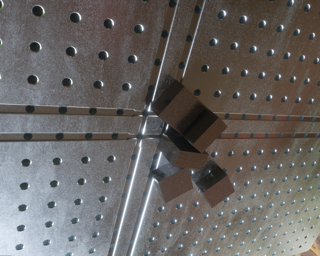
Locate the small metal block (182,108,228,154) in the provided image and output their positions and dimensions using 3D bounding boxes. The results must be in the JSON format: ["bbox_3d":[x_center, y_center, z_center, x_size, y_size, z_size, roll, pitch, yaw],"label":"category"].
[{"bbox_3d":[0.056,-0.002,0.426,0.050,0.050,0.025,-47,130,4],"label":"small metal block"}]

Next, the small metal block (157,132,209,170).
[{"bbox_3d":[0.031,0.032,0.434,0.050,0.050,0.025,10,113,-33],"label":"small metal block"}]

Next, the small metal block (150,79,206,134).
[{"bbox_3d":[0.024,-0.027,0.409,0.050,0.025,0.050,-48,129,6],"label":"small metal block"}]

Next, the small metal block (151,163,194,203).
[{"bbox_3d":[0.020,0.080,0.473,0.050,0.025,0.050,-26,128,-13],"label":"small metal block"}]

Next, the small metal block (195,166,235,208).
[{"bbox_3d":[0.095,0.102,0.528,0.050,0.025,0.050,-35,129,-6],"label":"small metal block"}]
